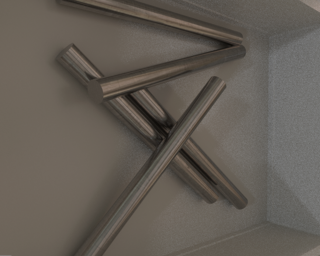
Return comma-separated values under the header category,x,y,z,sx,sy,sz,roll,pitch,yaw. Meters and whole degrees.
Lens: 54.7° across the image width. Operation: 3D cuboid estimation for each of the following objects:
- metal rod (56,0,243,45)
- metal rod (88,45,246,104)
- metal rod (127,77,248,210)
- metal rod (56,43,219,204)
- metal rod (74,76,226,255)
category,x,y,z,sx,sy,sz,roll,pitch,yaw
metal rod,0.012,-0.144,0.417,0.302,0.025,0.025,-1,91,-40
metal rod,0.034,-0.082,0.416,0.302,0.025,0.025,-25,106,-44
metal rod,0.047,0.034,0.448,0.300,0.025,0.025,46,62,-31
metal rod,-0.010,0.013,0.399,0.300,0.025,0.025,46,62,-31
metal rod,-0.009,0.051,0.374,0.300,0.025,0.025,-52,121,-18
